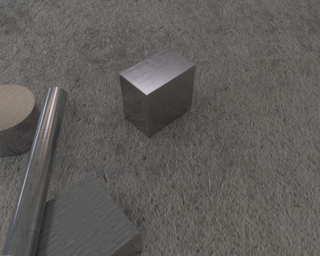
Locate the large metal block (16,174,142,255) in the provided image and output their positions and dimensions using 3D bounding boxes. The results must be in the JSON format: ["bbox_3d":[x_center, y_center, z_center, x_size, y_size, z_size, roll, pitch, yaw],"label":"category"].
[{"bbox_3d":[-0.075,0.105,0.298,0.080,0.050,0.080,-33,58,-25],"label":"large metal block"}]

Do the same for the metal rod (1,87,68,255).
[{"bbox_3d":[-0.116,0.074,0.275,0.025,0.025,0.300,-2,50,-2],"label":"metal rod"}]

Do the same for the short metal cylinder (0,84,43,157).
[{"bbox_3d":[-0.193,-0.010,0.394,0.081,0.050,0.080,0,50,0],"label":"short metal cylinder"}]

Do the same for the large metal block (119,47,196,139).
[{"bbox_3d":[-0.002,-0.046,0.406,0.080,0.080,0.050,-35,59,-26],"label":"large metal block"}]
